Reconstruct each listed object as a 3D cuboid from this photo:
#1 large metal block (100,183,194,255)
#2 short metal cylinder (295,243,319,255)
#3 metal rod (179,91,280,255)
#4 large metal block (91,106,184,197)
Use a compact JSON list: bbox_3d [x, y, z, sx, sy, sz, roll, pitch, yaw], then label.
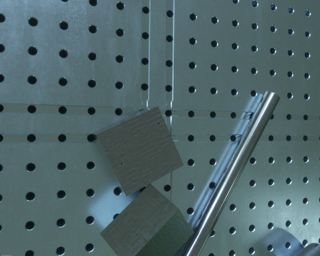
[{"bbox_3d":[-0.012,0.127,0.375,0.080,0.050,0.080,-44,142,-15],"label":"large metal block"},{"bbox_3d":[0.242,0.226,0.473,0.050,0.080,0.080,-27,99,-18],"label":"short metal cylinder"},{"bbox_3d":[0.098,0.078,0.448,0.025,0.025,0.300,34,79,-17],"label":"metal rod"},{"bbox_3d":[-0.029,0.027,0.388,0.081,0.050,0.080,-26,99,-18],"label":"large metal block"}]
